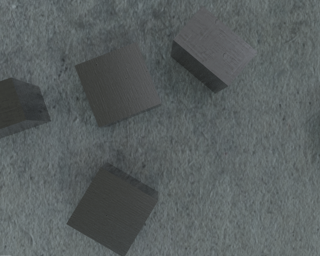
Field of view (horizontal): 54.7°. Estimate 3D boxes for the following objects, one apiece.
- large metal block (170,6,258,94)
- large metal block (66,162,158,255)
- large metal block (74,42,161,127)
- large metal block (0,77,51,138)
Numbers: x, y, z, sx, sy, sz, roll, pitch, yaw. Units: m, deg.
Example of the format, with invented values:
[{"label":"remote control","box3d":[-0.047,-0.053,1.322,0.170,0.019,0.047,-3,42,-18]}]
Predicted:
[{"label":"large metal block","box3d":[0.061,-0.091,0.383,0.080,0.080,0.050,40,90,-1]},{"label":"large metal block","box3d":[-0.057,0.101,0.397,0.080,0.050,0.080,31,90,-1]},{"label":"large metal block","box3d":[-0.051,-0.052,0.397,0.080,0.050,0.080,-21,90,-1]},{"label":"large metal block","box3d":[-0.194,-0.019,0.380,0.080,0.080,0.050,-19,90,0]}]
